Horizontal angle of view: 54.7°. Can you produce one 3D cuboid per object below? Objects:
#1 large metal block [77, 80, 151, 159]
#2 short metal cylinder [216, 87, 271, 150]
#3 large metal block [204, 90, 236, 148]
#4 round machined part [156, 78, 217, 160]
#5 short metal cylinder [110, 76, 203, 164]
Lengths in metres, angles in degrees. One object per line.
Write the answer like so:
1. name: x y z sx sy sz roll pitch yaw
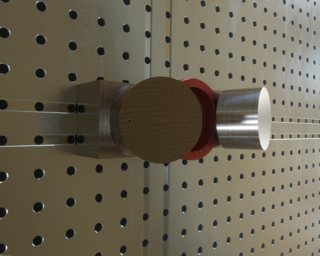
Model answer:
1. large metal block: -0.046 -0.008 0.354 0.081 0.050 0.080 1 90 -40
2. short metal cylinder: 0.111 -0.012 0.404 0.080 0.050 0.080 1 89 -60
3. large metal block: 0.070 -0.013 0.451 0.081 0.050 0.080 -1 91 -40
4. round machined part: 0.028 -0.011 0.383 0.099 0.042 0.097 0 90 -40
5. short metal cylinder: -0.006 -0.008 0.306 0.081 0.050 0.079 0 91 -19
